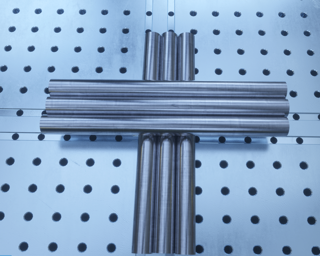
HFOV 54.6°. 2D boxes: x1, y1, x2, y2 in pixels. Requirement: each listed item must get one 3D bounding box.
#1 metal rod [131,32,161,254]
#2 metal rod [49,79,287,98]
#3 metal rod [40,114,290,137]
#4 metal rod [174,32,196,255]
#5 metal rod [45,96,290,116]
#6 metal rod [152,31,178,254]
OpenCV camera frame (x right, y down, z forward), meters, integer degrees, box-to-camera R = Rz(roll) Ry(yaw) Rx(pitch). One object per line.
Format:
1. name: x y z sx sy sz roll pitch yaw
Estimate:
1. metal rod: -0.016 0.005 0.410 0.025 0.025 0.299 2 70 1
2. metal rod: 0.010 -0.050 0.404 0.302 0.025 0.025 1 70 0
3. metal rod: 0.006 -0.003 0.386 0.302 0.025 0.025 1 70 0
4. metal rod: 0.034 0.006 0.410 0.025 0.025 0.299 2 70 1
5. metal rod: 0.009 -0.027 0.395 0.302 0.025 0.025 1 70 0
6. metal rod: 0.009 0.004 0.410 0.025 0.025 0.299 2 70 1
